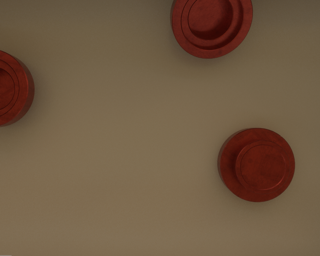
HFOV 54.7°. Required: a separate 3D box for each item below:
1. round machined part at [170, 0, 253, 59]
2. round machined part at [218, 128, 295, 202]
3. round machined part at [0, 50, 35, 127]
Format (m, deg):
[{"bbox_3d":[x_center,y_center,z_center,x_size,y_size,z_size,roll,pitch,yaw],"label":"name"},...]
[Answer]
[{"bbox_3d":[0.061,-0.141,0.389,0.099,0.042,0.097,-3,123,-4],"label":"round machined part"},{"bbox_3d":[0.128,0.048,0.404,0.099,0.042,0.097,0,90,0],"label":"round machined part"},{"bbox_3d":[-0.211,-0.050,0.401,0.099,0.042,0.097,0,90,0],"label":"round machined part"}]
